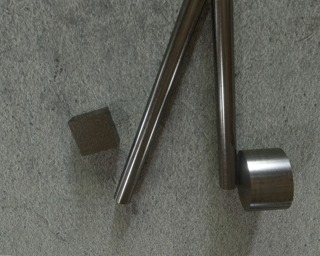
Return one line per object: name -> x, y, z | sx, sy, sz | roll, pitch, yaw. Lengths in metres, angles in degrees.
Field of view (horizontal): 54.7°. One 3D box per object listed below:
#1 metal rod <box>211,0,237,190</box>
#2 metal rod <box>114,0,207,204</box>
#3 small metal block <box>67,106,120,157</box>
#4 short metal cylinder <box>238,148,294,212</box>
metal rod -> 0.081, -0.057, 0.389 | 0.025, 0.025, 0.298 | -6, 110, 2
metal rod -> -0.004, -0.030, 0.398 | 0.025, 0.025, 0.298 | 18, 109, -7
small metal block -> -0.086, 0.005, 0.411 | 0.050, 0.025, 0.050 | -16, 110, 5
short metal cylinder -> 0.134, 0.067, 0.407 | 0.050, 0.080, 0.079 | -4, 110, 1
